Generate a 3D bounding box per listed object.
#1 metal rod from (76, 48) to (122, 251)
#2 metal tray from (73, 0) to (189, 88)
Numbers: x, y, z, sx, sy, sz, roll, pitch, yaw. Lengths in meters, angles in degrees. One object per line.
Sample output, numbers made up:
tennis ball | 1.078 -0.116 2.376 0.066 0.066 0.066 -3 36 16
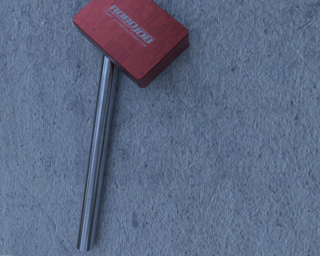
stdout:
metal rod | -0.086 0.024 0.439 0.025 0.025 0.298 9 93 19
metal tray | -0.038 -0.126 0.405 0.090 0.030 0.130 -45 76 -6
